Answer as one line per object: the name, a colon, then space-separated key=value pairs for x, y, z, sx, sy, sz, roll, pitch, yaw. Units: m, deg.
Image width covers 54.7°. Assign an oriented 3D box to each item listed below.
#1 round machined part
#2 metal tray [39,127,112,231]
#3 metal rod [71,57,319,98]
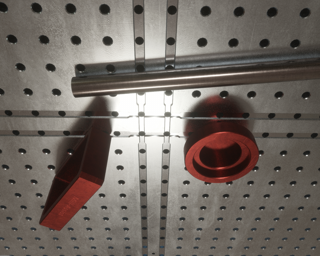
round machined part: x=0.081 y=0.029 z=0.426 sx=0.099 sy=0.042 sz=0.097 roll=-1 pitch=130 yaw=0
metal tray: x=-0.116 y=0.071 z=0.427 sx=0.030 sy=0.090 sz=0.129 roll=29 pitch=124 yaw=-22
metal rod: x=0.049 y=-0.059 z=0.362 sx=0.302 sy=0.025 sz=0.025 roll=-4 pitch=130 yaw=3
